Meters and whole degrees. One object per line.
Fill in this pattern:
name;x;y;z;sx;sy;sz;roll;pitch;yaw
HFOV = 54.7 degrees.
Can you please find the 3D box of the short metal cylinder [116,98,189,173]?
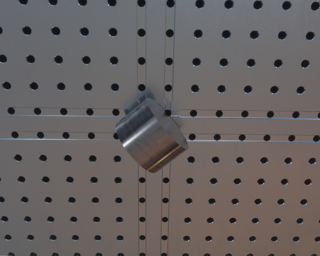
short metal cylinder;-0.009;0.009;0.387;0.050;0.080;0.080;-38;106;13
